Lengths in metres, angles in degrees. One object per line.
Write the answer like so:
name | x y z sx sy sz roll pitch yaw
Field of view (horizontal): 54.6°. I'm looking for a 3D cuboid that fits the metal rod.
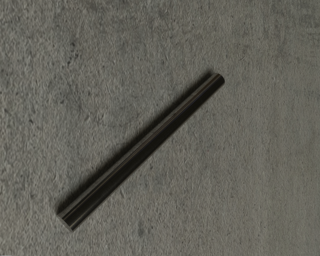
metal rod | -0.005 0.013 0.402 0.301 0.025 0.025 -43 116 -31
